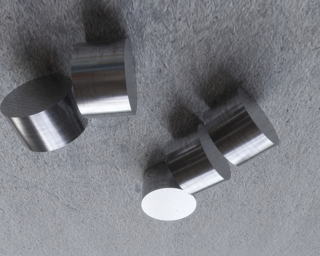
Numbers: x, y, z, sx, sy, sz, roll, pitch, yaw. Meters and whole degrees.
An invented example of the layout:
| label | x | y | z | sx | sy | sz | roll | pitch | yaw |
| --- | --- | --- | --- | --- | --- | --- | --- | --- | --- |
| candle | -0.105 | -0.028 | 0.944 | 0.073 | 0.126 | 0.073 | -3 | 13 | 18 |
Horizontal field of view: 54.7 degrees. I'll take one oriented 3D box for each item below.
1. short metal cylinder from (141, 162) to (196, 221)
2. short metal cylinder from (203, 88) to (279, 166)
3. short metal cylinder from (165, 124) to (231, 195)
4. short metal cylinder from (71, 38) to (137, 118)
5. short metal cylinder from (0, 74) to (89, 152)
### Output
| label | x | y | z | sx | sy | sz | roll | pitch | yaw |
| --- | --- | --- | --- | --- | --- | --- | --- | --- | --- |
| short metal cylinder | 0.013 | 0.097 | 0.473 | 0.081 | 0.050 | 0.079 | 0 | 130 | 0 |
| short metal cylinder | 0.097 | -0.001 | 0.371 | 0.050 | 0.080 | 0.080 | -37 | 121 | 27 |
| short metal cylinder | 0.050 | 0.041 | 0.406 | 0.050 | 0.080 | 0.080 | -30 | 124 | 23 |
| short metal cylinder | -0.055 | -0.051 | 0.327 | 0.050 | 0.080 | 0.080 | -4 | 130 | 3 |
| short metal cylinder | -0.129 | -0.018 | 0.354 | 0.080 | 0.080 | 0.050 | -9 | 130 | 7 |
